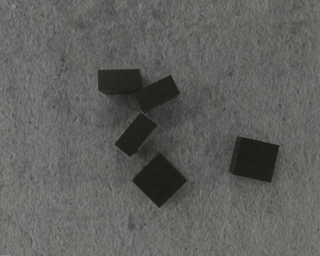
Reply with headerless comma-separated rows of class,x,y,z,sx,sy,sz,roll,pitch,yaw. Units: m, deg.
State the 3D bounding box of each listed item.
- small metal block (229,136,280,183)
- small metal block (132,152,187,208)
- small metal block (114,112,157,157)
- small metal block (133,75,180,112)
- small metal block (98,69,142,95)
small metal block,0.124,0.041,0.412,0.050,0.025,0.050,13,90,-1
small metal block,-0.001,0.068,0.410,0.050,0.025,0.050,-45,91,0
small metal block,-0.029,0.008,0.397,0.025,0.050,0.050,39,90,-1
small metal block,-0.004,-0.042,0.397,0.050,0.050,0.025,-26,90,0
small metal block,-0.049,-0.058,0.397,0.050,0.050,0.025,-2,90,-1
